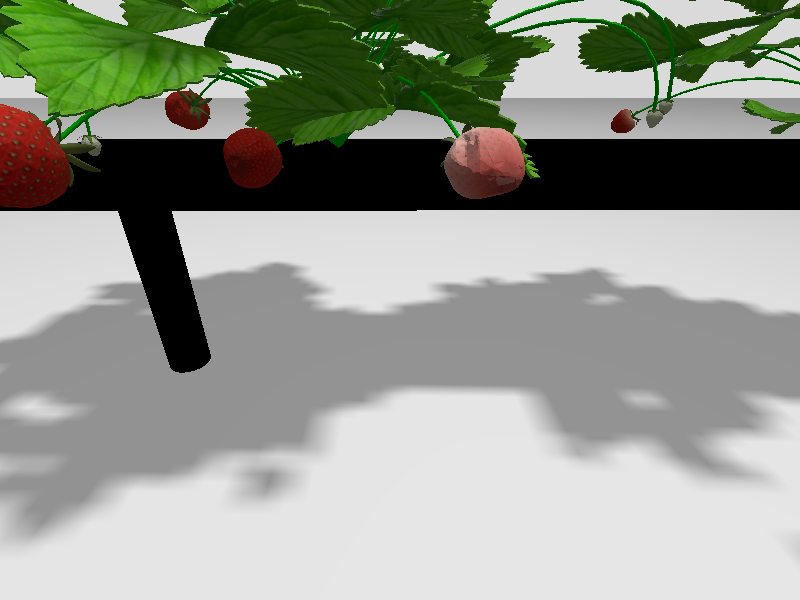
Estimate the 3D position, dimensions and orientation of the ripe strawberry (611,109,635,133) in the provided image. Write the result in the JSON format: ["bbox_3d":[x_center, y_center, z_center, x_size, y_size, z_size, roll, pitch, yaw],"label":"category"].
[{"bbox_3d":[0.230,-0.183,0.413,0.022,0.022,0.020,-25,9,40],"label":"ripe strawberry"}]

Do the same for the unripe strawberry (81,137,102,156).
[{"bbox_3d":[-0.186,-0.093,0.241,0.010,0.011,0.011,-18,33,-30],"label":"unripe strawberry"}]

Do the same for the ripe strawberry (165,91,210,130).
[{"bbox_3d":[-0.230,-0.202,0.431,0.040,0.039,0.044,-2,21,39],"label":"ripe strawberry"}]

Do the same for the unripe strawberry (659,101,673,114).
[{"bbox_3d":[0.218,-0.158,0.329,0.010,0.010,0.011,-1,28,-3],"label":"unripe strawberry"}]

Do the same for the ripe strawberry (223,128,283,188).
[{"bbox_3d":[-0.072,-0.067,0.193,0.027,0.028,0.029,4,29,7],"label":"ripe strawberry"}]

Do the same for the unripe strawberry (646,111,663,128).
[{"bbox_3d":[0.185,-0.132,0.292,0.011,0.011,0.010,3,28,6],"label":"unripe strawberry"}]

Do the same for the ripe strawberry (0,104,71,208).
[{"bbox_3d":[-0.159,-0.055,0.158,0.038,0.040,0.041,15,37,27],"label":"ripe strawberry"}]

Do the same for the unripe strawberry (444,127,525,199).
[{"bbox_3d":[0.035,-0.054,0.163,0.033,0.029,0.030,-13,41,-22],"label":"unripe strawberry"}]
